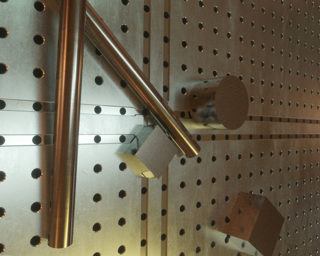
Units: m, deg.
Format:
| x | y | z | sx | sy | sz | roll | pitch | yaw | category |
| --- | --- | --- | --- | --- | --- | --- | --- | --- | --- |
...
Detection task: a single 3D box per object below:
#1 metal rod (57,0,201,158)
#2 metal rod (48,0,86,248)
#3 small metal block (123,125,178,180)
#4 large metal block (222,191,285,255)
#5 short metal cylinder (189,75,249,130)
| x | y | z | sx | sy | sz | roll | pitch | yaw | category |
| --- | --- | --- | --- | --- | --- | --- | --- | --- | --- |
| -0.036 | -0.067 | 0.380 | 0.300 | 0.025 | 0.025 | 50 | 60 | -29 | metal rod |
| -0.093 | -0.028 | 0.313 | 0.025 | 0.025 | 0.298 | 1 | 95 | -40 | metal rod |
| -0.011 | 0.031 | 0.402 | 0.050 | 0.025 | 0.050 | 51 | 60 | -28 | small metal block |
| 0.163 | 0.168 | 0.534 | 0.080 | 0.050 | 0.080 | 46 | 62 | -31 | large metal block |
| 0.090 | -0.037 | 0.471 | 0.081 | 0.050 | 0.079 | 0 | 90 | -40 | short metal cylinder |
